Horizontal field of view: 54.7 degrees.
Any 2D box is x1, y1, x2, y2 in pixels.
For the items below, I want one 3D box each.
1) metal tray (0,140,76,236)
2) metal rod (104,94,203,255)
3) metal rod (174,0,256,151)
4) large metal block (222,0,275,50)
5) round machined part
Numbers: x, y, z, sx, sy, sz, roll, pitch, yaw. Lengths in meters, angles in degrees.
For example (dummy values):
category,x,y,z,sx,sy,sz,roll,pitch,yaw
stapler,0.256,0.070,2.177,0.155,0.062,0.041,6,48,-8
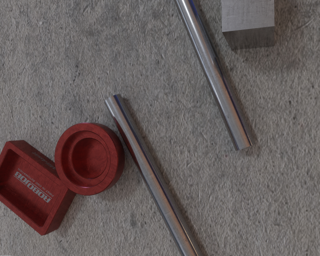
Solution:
category,x,y,z,sx,sy,sz,roll,pitch,yaw
metal tray,-0.195,0.088,0.473,0.130,0.030,0.090,31,100,17
metal rod,0.003,0.090,0.407,0.025,0.025,0.299,-31,80,17
metal rod,0.050,-0.115,0.390,0.025,0.025,0.299,-23,83,18
large metal block,0.100,-0.138,0.344,0.050,0.080,0.079,-1,90,20
round machined part,-0.093,0.041,0.431,0.098,0.042,0.097,0,90,19
